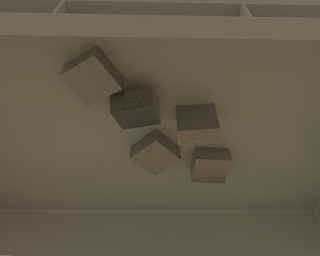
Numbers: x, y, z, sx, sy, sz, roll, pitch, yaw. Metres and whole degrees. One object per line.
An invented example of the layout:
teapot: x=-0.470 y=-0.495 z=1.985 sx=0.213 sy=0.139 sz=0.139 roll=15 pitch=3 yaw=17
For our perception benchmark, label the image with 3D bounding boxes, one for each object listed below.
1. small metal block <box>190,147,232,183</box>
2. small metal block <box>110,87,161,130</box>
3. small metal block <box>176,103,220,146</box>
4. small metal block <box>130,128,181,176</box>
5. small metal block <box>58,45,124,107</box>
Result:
small metal block: x=0.074 y=0.055 z=0.457 sx=0.050 sy=0.025 sz=0.050 roll=3 pitch=130 yaw=-3
small metal block: x=-0.029 y=-0.023 z=0.377 sx=0.050 sy=0.025 sz=0.050 roll=-9 pitch=156 yaw=7
small metal block: x=0.046 y=-0.005 z=0.389 sx=0.050 sy=0.050 sz=0.025 roll=-4 pitch=130 yaw=2
small metal block: x=-0.006 y=0.035 z=0.439 sx=0.050 sy=0.025 sz=0.050 roll=-36 pitch=122 yaw=26
small metal block: x=-0.078 y=-0.059 z=0.358 sx=0.050 sy=0.025 sz=0.050 roll=-25 pitch=126 yaw=19
